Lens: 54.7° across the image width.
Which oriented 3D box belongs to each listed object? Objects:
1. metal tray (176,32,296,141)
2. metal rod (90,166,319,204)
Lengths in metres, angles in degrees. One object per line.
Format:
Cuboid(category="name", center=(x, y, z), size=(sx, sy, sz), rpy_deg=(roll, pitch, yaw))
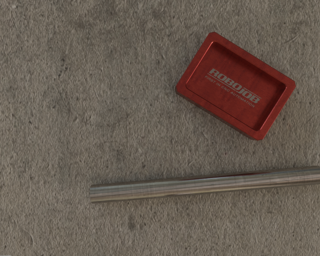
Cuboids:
Cuboid(category="metal tray", center=(0.097, -0.053, 0.408), size=(0.130, 0.030, 0.090), rpy_deg=(32, 90, -1))
Cuboid(category="metal rod", center=(0.061, 0.075, 0.410), size=(0.302, 0.025, 0.025), rpy_deg=(-5, 90, -1))
